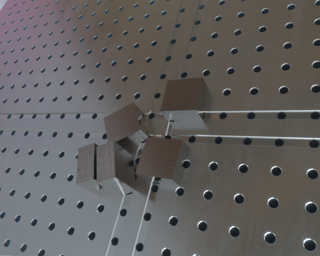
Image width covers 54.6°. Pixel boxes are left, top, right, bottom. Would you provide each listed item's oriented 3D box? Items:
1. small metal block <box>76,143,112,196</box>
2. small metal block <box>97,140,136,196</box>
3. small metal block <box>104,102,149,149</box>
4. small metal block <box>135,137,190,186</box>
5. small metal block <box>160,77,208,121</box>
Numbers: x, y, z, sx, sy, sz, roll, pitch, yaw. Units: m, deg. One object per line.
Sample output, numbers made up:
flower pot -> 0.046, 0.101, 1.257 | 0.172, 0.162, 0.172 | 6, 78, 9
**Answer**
small metal block -> -0.082, 0.055, 0.403 | 0.025, 0.050, 0.050 | -19, 54, 17
small metal block -> -0.055, 0.052, 0.390 | 0.025, 0.050, 0.050 | -20, 54, 17
small metal block -> -0.048, 0.000, 0.435 | 0.050, 0.025, 0.050 | -26, 52, 12
small metal block -> 0.004, 0.041, 0.382 | 0.050, 0.025, 0.050 | 3, 63, 30
small metal block -> 0.033, -0.038, 0.415 | 0.050, 0.025, 0.050 | -1, 61, 28
